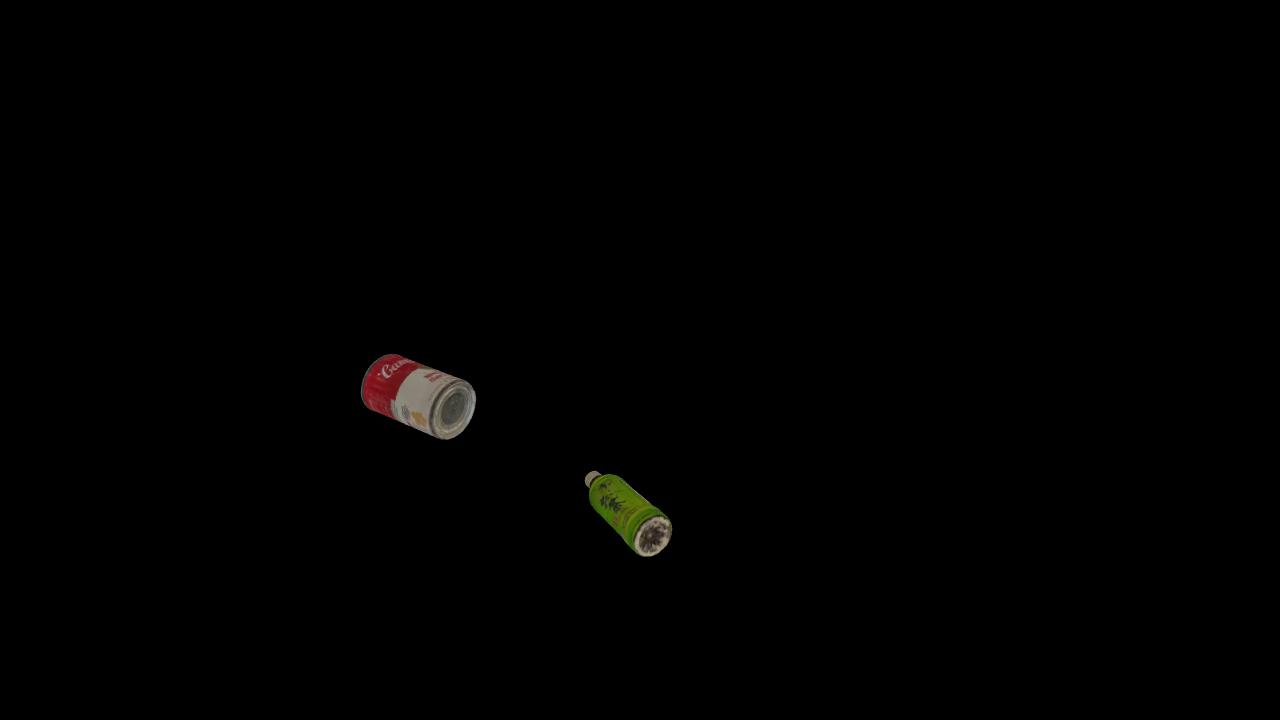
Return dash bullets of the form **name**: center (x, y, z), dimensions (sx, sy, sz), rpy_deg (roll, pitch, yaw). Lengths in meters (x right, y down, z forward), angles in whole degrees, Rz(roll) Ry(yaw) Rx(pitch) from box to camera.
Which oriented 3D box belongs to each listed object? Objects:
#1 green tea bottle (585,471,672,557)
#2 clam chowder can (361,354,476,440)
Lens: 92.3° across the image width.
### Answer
- **green tea bottle**: center (-0.030, 0.232, 0.980), dimensions (0.073, 0.073, 0.212), rpy_deg (0, 13, -29)
- **clam chowder can**: center (-0.237, 0.039, 0.662), dimensions (0.102, 0.068, 0.068), rpy_deg (18, 7, 23)
